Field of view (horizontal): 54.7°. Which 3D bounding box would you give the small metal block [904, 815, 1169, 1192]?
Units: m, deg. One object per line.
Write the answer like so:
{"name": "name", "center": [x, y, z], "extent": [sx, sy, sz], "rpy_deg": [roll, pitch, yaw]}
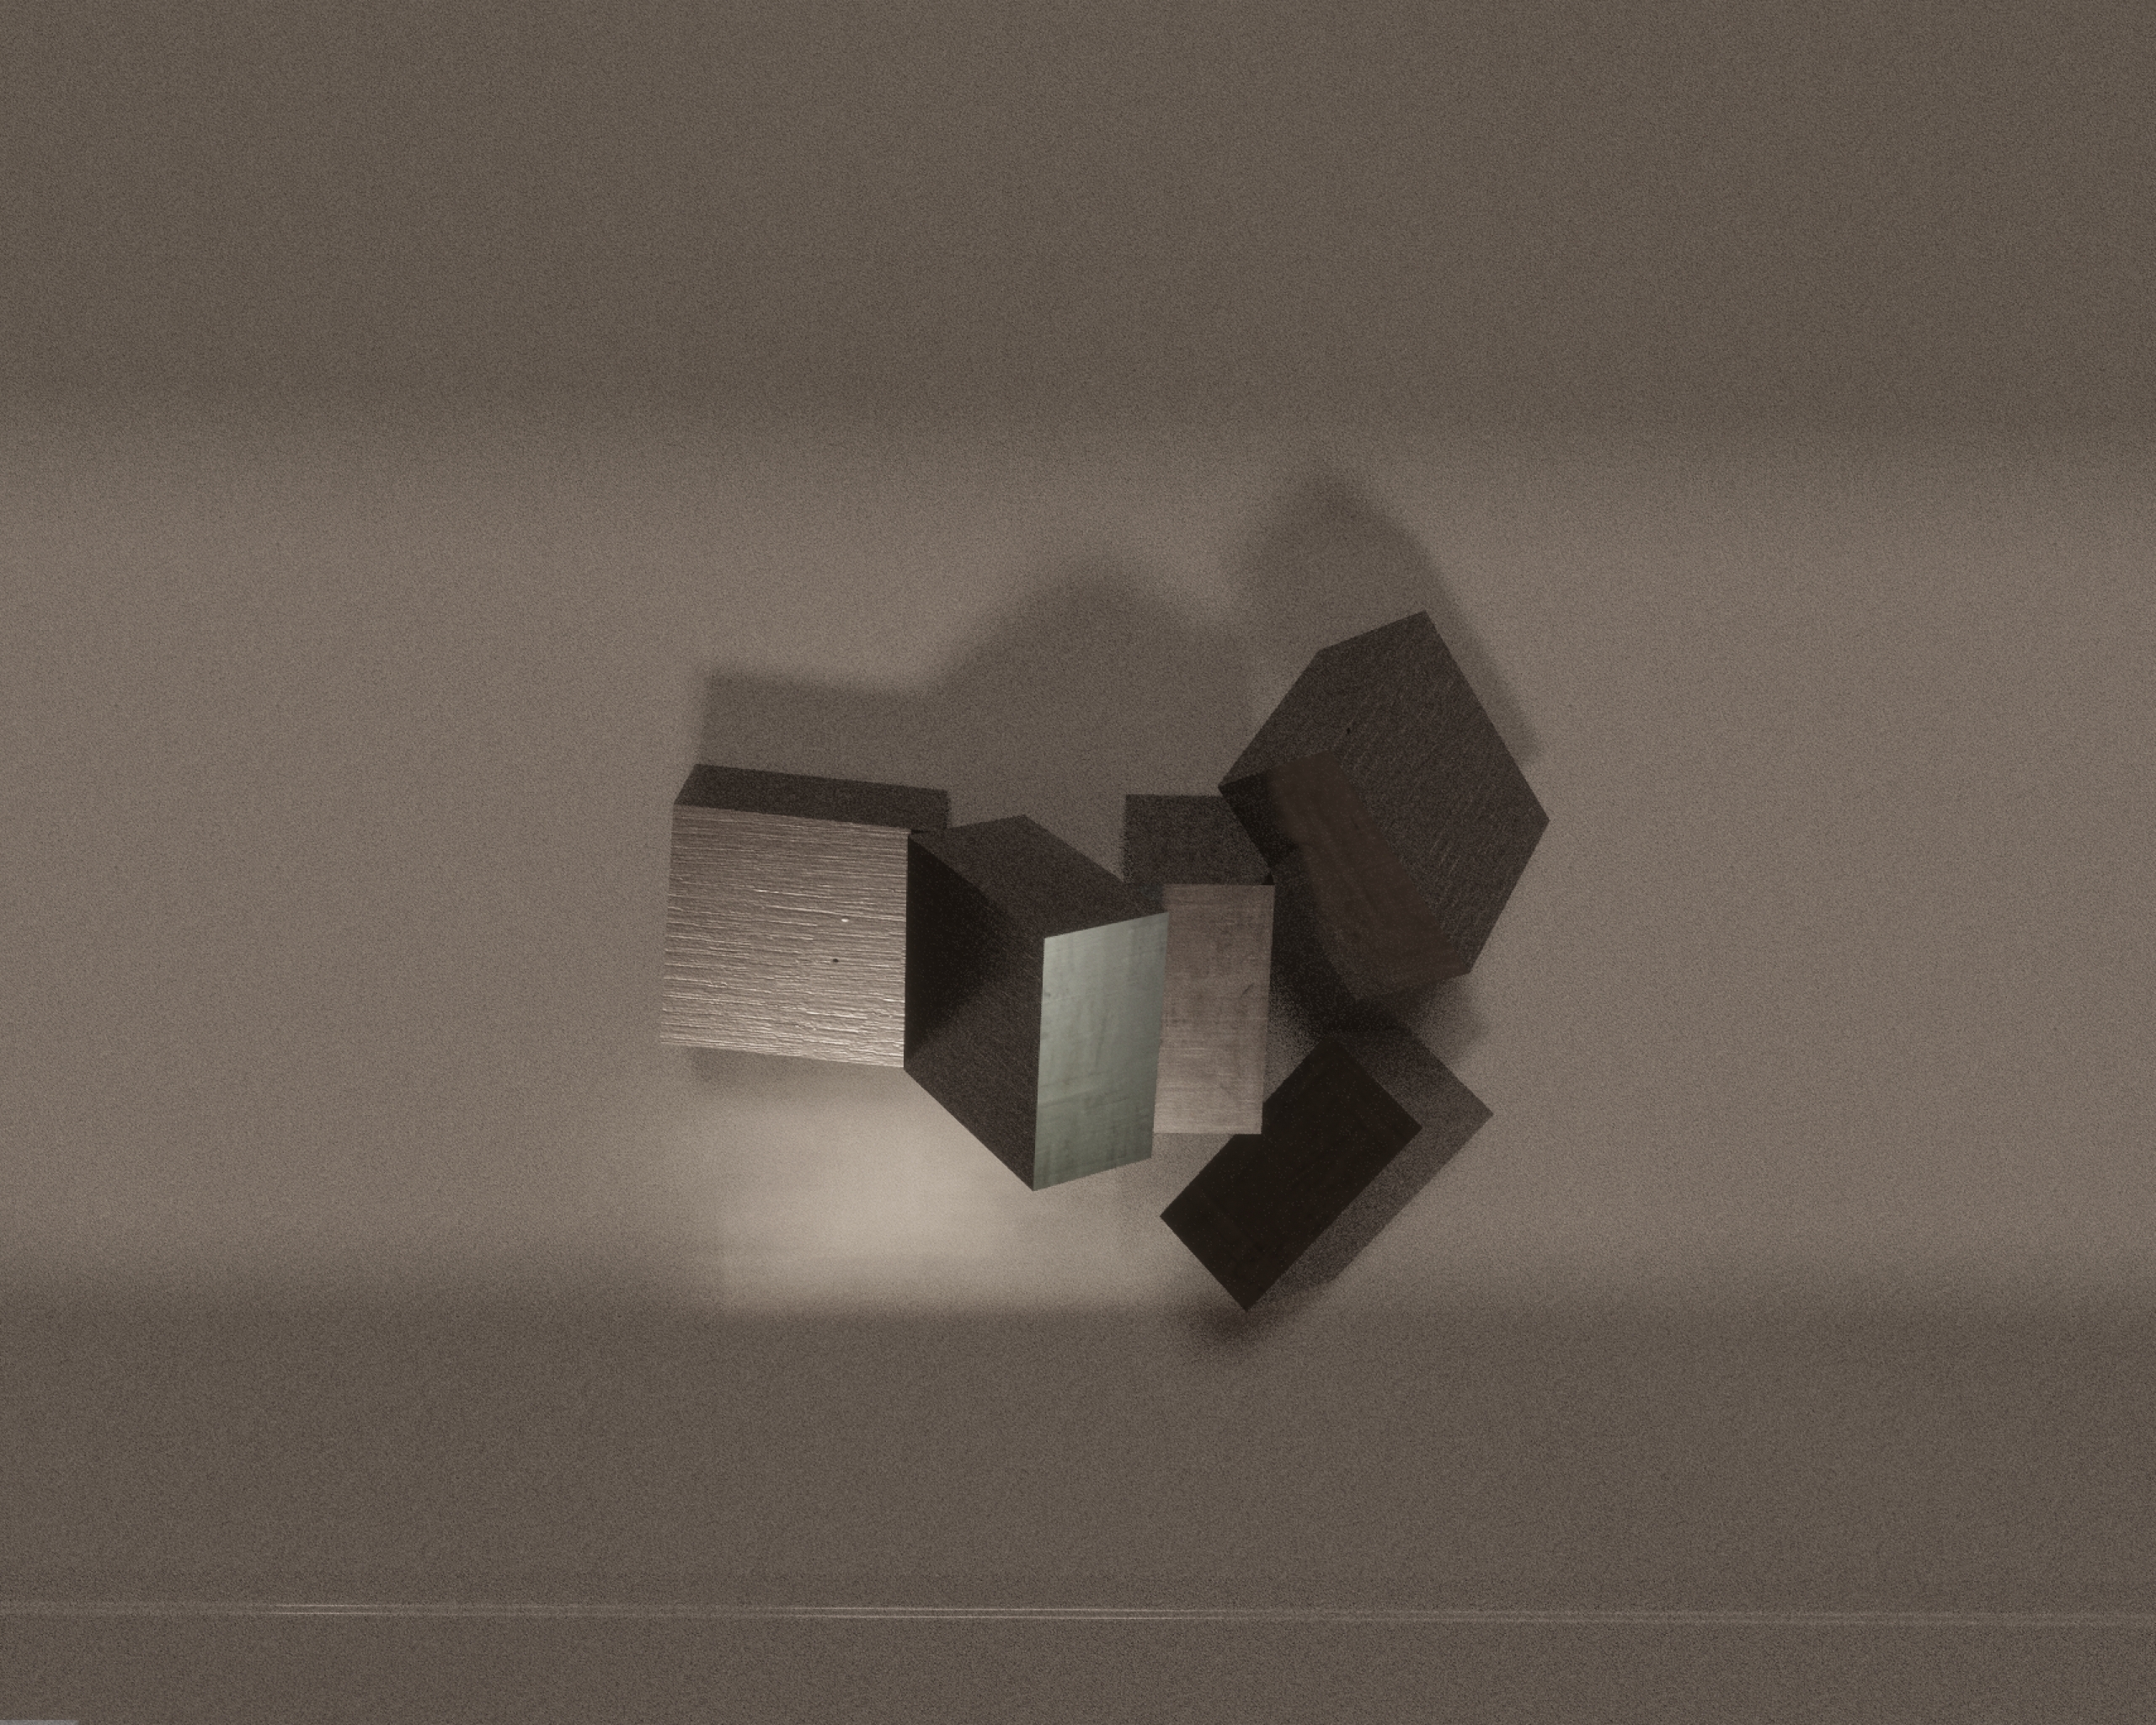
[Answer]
{"name": "small metal block", "center": [-0.009, 0.025, 0.386], "extent": [0.025, 0.050, 0.050], "rpy_deg": [-11, 117, -30]}

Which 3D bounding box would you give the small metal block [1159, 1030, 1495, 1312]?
{"name": "small metal block", "center": [0.051, 0.060, 0.416], "extent": [0.025, 0.050, 0.050], "rpy_deg": [46, 106, 21]}

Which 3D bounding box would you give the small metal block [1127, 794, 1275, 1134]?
{"name": "small metal block", "center": [0.022, 0.018, 0.404], "extent": [0.025, 0.050, 0.050], "rpy_deg": [1, 110, -1]}

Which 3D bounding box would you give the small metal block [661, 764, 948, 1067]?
{"name": "small metal block", "center": [-0.054, 0.010, 0.412], "extent": [0.050, 0.025, 0.050], "rpy_deg": [6, 110, -3]}

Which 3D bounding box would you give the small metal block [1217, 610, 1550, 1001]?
{"name": "small metal block", "center": [0.059, -0.011, 0.390], "extent": [0.025, 0.050, 0.050], "rpy_deg": [-19, 113, 41]}
